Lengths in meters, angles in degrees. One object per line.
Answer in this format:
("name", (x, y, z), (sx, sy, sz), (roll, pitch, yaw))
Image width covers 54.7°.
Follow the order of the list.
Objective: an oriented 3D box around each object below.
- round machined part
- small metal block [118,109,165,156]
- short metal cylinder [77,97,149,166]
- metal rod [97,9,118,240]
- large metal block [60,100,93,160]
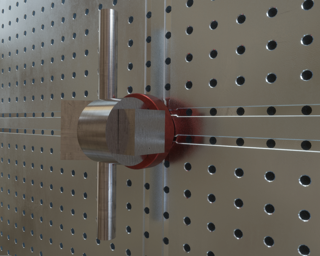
("round machined part", (-0.020, 0.004, 0.411), (0.098, 0.042, 0.097), (0, 90, 39))
("small metal block", (-0.020, 0.004, 0.353), (0.025, 0.050, 0.050), (2, 91, 40))
("short metal cylinder", (-0.051, 0.004, 0.374), (0.050, 0.081, 0.079), (1, 91, 40))
("metal rod", (-0.070, -0.004, 0.410), (0.025, 0.025, 0.298), (1, 91, 39))
("large metal block", (-0.108, 0.002, 0.452), (0.050, 0.080, 0.079), (1, 91, -1))
